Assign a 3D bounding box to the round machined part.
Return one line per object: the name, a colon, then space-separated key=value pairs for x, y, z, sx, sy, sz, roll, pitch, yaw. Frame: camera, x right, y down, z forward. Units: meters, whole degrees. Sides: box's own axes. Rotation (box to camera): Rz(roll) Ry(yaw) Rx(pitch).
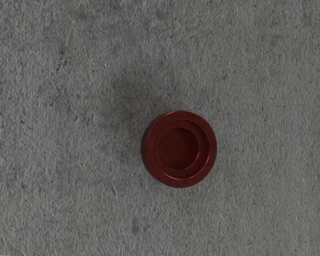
round machined part: x=0.022 y=0.026 z=0.408 sx=0.099 sy=0.042 sz=0.097 roll=0 pitch=90 yaw=-20
